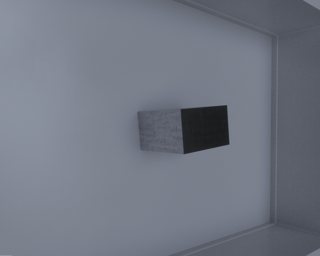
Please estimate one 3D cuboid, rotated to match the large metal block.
[{"bbox_3d":[0.029,0.000,0.394,0.081,0.080,0.050,-7,95,-40],"label":"large metal block"}]
